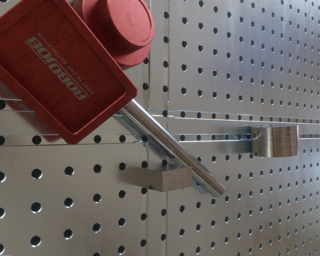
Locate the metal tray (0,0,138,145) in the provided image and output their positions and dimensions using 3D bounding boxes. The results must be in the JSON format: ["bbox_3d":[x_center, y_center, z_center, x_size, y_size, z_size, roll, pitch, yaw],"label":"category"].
[{"bbox_3d":[-0.095,-0.057,0.300,0.090,0.030,0.130,-39,118,0],"label":"metal tray"}]

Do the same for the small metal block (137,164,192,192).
[{"bbox_3d":[0.006,0.063,0.400,0.050,0.050,0.025,-1,91,-40],"label":"small metal block"}]

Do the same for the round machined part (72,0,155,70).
[{"bbox_3d":[-0.044,-0.117,0.349,0.099,0.042,0.098,16,68,-45],"label":"round machined part"}]

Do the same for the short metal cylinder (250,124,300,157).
[{"bbox_3d":[0.202,0.020,0.546,0.081,0.080,0.050,-7,95,-40],"label":"short metal cylinder"}]

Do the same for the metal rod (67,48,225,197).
[{"bbox_3d":[-0.001,0.010,0.410,0.300,0.025,0.025,44,64,-32],"label":"metal rod"}]
